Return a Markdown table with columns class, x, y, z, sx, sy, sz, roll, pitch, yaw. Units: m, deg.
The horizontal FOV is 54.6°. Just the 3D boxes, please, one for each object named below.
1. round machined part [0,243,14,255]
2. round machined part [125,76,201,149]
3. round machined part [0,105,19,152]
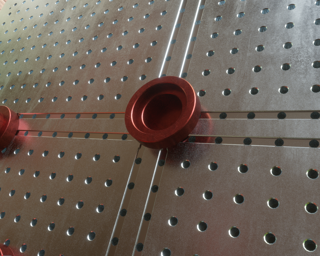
| class | x | y | z | sx | sy | sz | roll | pitch | yaw |
| --- | --- | --- | --- | --- | --- | --- | --- | --- | --- |
| round machined part | -0.244 | 0.198 | 0.405 | 0.098 | 0.042 | 0.098 | -13 | 56 | 21 |
| round machined part | 0.007 | -0.016 | 0.405 | 0.098 | 0.042 | 0.098 | -13 | 56 | 21 |
| round machined part | -0.311 | 0.000 | 0.563 | 0.098 | 0.042 | 0.098 | -13 | 56 | 21 |
